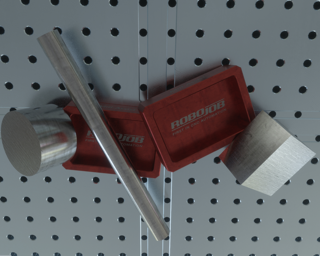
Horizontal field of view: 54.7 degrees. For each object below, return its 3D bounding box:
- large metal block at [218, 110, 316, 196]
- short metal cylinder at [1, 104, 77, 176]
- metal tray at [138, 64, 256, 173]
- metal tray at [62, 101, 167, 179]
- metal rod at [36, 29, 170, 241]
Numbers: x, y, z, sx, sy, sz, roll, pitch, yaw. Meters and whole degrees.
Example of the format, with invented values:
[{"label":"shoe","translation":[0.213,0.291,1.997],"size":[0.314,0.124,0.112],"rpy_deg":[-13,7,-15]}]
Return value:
[{"label":"large metal block","translation":[0.137,0.035,0.395],"size":[0.080,0.050,0.080],"rpy_deg":[25,112,-42]},{"label":"short metal cylinder","translation":[-0.150,0.013,0.384],"size":[0.080,0.050,0.079],"rpy_deg":[10,109,33]},{"label":"metal tray","translation":[0.050,-0.013,0.386],"size":[0.131,0.030,0.090],"rpy_deg":[-25,109,-9]},{"label":"metal tray","translation":[-0.061,0.016,0.415],"size":[0.131,0.030,0.089],"rpy_deg":[6,110,-3]},{"label":"metal rod","translation":[-0.061,0.023,0.389],"size":[0.025,0.025,0.299],"rpy_deg":[-24,109,8]}]
